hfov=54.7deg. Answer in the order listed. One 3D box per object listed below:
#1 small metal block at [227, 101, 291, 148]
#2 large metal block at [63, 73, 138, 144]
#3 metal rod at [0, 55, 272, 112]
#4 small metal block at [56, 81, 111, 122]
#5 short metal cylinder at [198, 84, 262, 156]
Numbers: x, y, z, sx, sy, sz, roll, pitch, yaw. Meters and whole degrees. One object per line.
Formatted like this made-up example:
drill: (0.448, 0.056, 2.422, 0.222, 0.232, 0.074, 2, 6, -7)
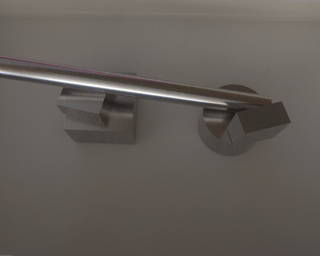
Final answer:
small metal block: (0.107, -0.003, 0.343, 0.050, 0.050, 0.025, -14, 71, -5)
large metal block: (-0.072, -0.026, 0.402, 0.081, 0.050, 0.080, 3, 70, 0)
metal rod: (-0.023, -0.046, 0.350, 0.302, 0.025, 0.025, 8, 70, -6)
small metal block: (-0.087, -0.039, 0.368, 0.050, 0.025, 0.050, 12, 70, 4)
short metal cylinder: (0.093, -0.009, 0.399, 0.081, 0.050, 0.080, 0, 70, 0)
